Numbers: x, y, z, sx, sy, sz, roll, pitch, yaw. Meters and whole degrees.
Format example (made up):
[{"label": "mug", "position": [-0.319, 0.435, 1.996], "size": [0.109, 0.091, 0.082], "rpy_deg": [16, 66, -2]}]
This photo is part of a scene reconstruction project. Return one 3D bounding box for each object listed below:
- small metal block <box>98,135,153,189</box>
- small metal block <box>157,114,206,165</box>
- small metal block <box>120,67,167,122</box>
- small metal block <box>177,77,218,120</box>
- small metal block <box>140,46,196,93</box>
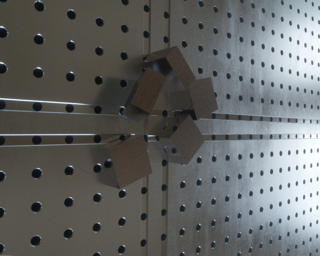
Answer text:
[{"label": "small metal block", "position": [-0.041, 0.039, 0.377], "size": [0.050, 0.025, 0.050], "rpy_deg": [-21, 104, -38]}, {"label": "small metal block", "position": [0.031, 0.016, 0.438], "size": [0.050, 0.025, 0.050], "rpy_deg": [-49, 119, -29]}, {"label": "small metal block", "position": [-0.021, -0.039, 0.374], "size": [0.025, 0.050, 0.050], "rpy_deg": [28, 71, -13]}, {"label": "small metal block", "position": [0.056, -0.043, 0.458], "size": [0.050, 0.025, 0.050], "rpy_deg": [-27, 107, -37]}, {"label": "small metal block", "position": [0.010, -0.075, 0.404], "size": [0.025, 0.050, 0.050], "rpy_deg": [-51, 120, -28]}]
